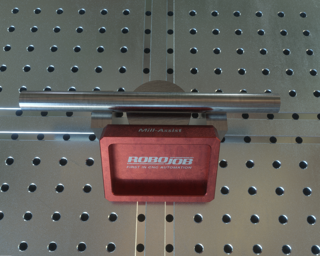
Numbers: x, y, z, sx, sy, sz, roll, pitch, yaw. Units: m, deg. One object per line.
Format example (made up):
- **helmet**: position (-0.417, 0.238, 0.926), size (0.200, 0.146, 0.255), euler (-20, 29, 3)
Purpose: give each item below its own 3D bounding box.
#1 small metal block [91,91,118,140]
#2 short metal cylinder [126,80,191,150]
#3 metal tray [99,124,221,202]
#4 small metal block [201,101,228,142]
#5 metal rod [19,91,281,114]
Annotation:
- **small metal block**: position (-0.071, -0.015, 0.404), size (0.025, 0.050, 0.050), euler (-1, 70, 0)
- **short metal cylinder**: position (-0.001, -0.015, 0.404), size (0.081, 0.050, 0.080), euler (0, 70, 0)
- **metal tray**: position (0.000, 0.042, 0.364), size (0.131, 0.089, 0.030), euler (0, 27, 0)
- **small metal block**: position (0.069, -0.012, 0.403), size (0.025, 0.050, 0.050), euler (-1, 70, 0)
- **metal rod**: position (-0.012, -0.031, 0.369), size (0.302, 0.025, 0.025), euler (1, 70, 0)
